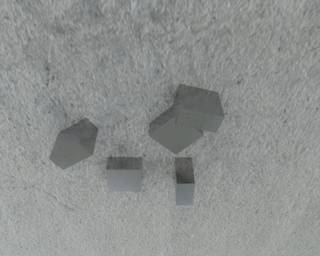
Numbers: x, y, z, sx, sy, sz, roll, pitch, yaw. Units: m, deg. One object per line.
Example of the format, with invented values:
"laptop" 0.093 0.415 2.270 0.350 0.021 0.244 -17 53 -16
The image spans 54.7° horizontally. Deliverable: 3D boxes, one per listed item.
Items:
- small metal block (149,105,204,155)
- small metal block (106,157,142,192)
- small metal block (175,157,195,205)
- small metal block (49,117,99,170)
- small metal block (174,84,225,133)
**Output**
"small metal block" 0.021 0.002 0.409 0.050 0.025 0.050 37 121 -28
"small metal block" -0.053 0.070 0.466 0.050 0.025 0.050 1 130 -1
"small metal block" 0.035 0.079 0.459 0.025 0.050 0.050 -1 130 0
"small metal block" -0.112 0.020 0.406 0.050 0.050 0.025 -26 126 20
"small metal block" 0.045 -0.024 0.371 0.050 0.050 0.025 11 129 -10
